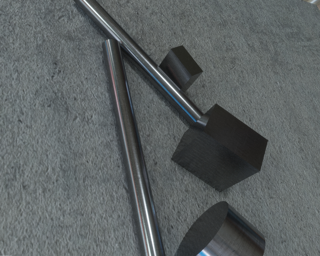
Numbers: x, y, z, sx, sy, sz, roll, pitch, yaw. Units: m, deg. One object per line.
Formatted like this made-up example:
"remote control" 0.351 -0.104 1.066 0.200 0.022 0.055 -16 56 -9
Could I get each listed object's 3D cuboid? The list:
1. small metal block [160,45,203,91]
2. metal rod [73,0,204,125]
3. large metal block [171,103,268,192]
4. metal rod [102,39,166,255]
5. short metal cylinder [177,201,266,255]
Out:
"small metal block" 0.028 -0.084 0.456 0.025 0.050 0.050 -28 77 -38
"metal rod" -0.017 -0.088 0.449 0.300 0.025 0.025 47 51 4
"large metal block" 0.074 0.028 0.393 0.080 0.080 0.050 35 51 -6
"metal rod" -0.036 0.014 0.376 0.025 0.025 0.299 0 62 -29
"short metal cylinder" 0.063 0.125 0.328 0.050 0.080 0.080 42 51 0
